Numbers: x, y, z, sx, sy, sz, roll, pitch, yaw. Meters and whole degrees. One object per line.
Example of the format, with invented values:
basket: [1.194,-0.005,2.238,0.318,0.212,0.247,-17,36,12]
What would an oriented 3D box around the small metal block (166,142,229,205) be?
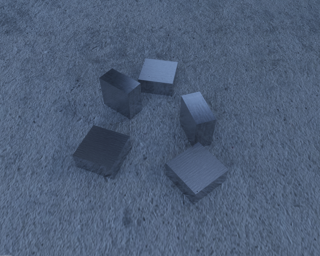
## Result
small metal block: [0.042,0.051,0.360,0.050,0.025,0.050,-31,57,-23]

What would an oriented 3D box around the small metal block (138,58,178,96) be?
small metal block: [-0.002,-0.077,0.468,0.050,0.025,0.050,8,50,7]

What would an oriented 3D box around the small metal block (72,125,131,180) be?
small metal block: [-0.069,0.029,0.378,0.050,0.025,0.050,16,52,13]

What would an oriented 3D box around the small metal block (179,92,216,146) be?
small metal block: [0.047,-0.009,0.395,0.025,0.050,0.050,-14,52,-11]

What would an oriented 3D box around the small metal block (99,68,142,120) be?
small metal block: [-0.053,-0.046,0.425,0.050,0.050,0.025,30,56,23]
